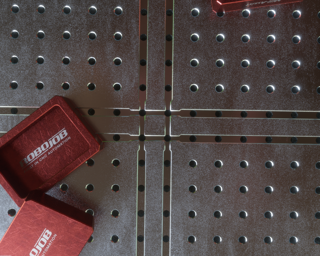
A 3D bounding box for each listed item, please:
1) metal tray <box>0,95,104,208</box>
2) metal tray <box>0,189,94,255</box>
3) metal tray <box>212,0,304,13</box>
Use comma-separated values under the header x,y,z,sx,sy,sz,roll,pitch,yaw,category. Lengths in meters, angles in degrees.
x,y,z,sx,sy,sz,roll,pitch,yaw,category
-0.153,0.030,0.408,0.130,0.030,0.090,-38,90,-1,metal tray
-0.154,0.154,0.392,0.090,0.030,0.130,31,95,-15,metal tray
0.132,-0.211,0.412,0.131,0.030,0.089,-8,90,-1,metal tray
